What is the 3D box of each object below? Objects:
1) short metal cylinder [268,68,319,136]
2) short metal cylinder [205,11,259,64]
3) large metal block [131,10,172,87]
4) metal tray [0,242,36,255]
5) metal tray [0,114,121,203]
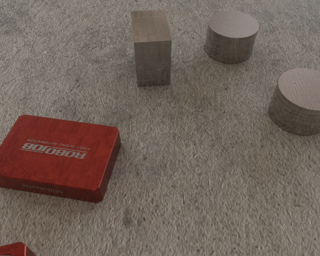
[{"bbox_3d":[0.194,-0.036,0.418,0.081,0.050,0.080,0,50,0],"label":"short metal cylinder"},{"bbox_3d":[0.118,-0.152,0.515,0.081,0.050,0.080,0,50,0],"label":"short metal cylinder"},{"bbox_3d":[-0.014,-0.120,0.468,0.050,0.080,0.080,-5,50,-4],"label":"large metal block"},{"bbox_3d":[-0.154,0.171,0.254,0.091,0.030,0.130,-11,51,-9],"label":"metal tray"},{"bbox_3d":[-0.122,0.033,0.371,0.131,0.030,0.090,8,50,6],"label":"metal tray"}]
